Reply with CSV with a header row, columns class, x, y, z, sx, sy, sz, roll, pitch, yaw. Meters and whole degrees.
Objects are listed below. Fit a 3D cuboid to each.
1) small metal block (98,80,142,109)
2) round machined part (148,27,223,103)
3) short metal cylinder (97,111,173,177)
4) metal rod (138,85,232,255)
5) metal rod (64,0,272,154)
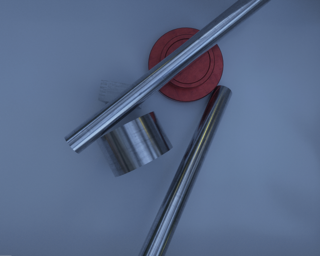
class,x,y,z,sx,sy,sz,roll,pitch,yaw
small metal block,-0.048,-0.042,0.398,0.050,0.050,0.025,9,90,-1
round machined part,0.034,-0.083,0.403,0.099,0.042,0.097,0,90,-1
short metal cylinder,-0.031,0.020,0.384,0.080,0.080,0.050,-27,90,0
metal rod,0.022,0.071,0.349,0.025,0.025,0.300,28,64,0
metal rod,0.016,-0.075,0.365,0.301,0.025,0.025,-39,90,-5
